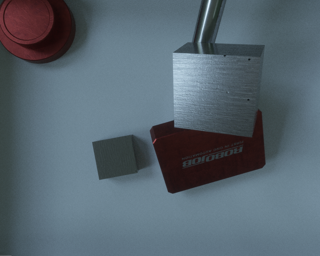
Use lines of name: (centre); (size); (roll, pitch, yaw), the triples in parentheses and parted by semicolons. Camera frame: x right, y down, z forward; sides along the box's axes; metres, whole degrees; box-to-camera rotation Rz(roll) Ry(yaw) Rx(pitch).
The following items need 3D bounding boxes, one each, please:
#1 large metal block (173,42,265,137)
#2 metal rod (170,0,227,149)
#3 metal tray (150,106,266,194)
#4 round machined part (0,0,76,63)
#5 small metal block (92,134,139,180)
large metal block: (0.060, -0.042, 0.320); (0.080, 0.050, 0.079); (8, 118, 19)
metal rod: (0.050, -0.104, 0.338); (0.025, 0.025, 0.298); (11, 121, -1)
metal tray: (0.062, 0.025, 0.388); (0.131, 0.030, 0.089); (-16, 122, -1)
round machined part: (-0.164, -0.136, 0.401); (0.099, 0.042, 0.097); (0, 90, -1)
small metal block: (-0.058, 0.038, 0.411); (0.050, 0.025, 0.050); (-11, 90, -1)
